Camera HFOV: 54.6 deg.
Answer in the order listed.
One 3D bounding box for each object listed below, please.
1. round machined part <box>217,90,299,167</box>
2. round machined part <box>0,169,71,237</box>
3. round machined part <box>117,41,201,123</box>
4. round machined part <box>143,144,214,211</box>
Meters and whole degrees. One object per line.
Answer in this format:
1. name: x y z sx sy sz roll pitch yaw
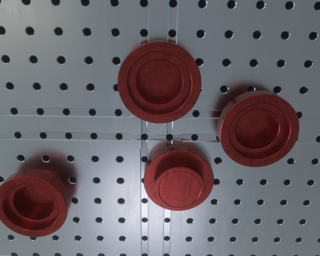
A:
1. round machined part: 0.124 -0.002 0.404 0.099 0.042 0.097 0 110 0
2. round machined part: -0.176 0.101 0.440 0.099 0.042 0.097 0 110 0
3. round machined part: -0.001 -0.058 0.383 0.099 0.042 0.097 0 110 0
4. round machined part: 0.026 0.075 0.432 0.099 0.042 0.097 0 110 0
